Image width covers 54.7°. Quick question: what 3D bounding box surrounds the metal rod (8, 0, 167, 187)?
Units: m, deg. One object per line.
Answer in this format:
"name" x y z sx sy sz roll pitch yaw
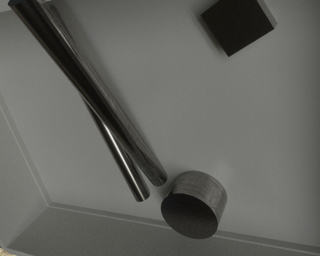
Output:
"metal rod" -0.054 -0.014 0.349 0.025 0.025 0.299 1 144 27

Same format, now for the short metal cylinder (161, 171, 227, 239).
"short metal cylinder" 0.048 0.107 0.432 0.080 0.050 0.079 13 124 20

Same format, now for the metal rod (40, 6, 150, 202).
"metal rod" -0.085 -0.020 0.439 0.025 0.025 0.299 -12 113 33

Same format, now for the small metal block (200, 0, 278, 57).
"small metal block" 0.077 -0.106 0.302 0.050 0.025 0.050 -29 103 37
